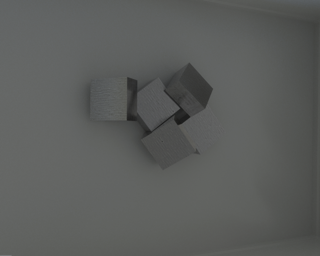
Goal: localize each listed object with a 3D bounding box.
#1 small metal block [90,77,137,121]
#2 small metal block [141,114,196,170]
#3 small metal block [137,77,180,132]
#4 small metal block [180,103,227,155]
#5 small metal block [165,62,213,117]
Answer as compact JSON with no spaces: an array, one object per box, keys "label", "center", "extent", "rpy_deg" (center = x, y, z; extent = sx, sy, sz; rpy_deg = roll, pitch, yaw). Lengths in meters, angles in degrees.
[{"label":"small metal block","center":[-0.056,-0.033,0.374],"extent":[0.050,0.025,0.050],"rpy_deg":[0,89,23]},{"label":"small metal block","center":[0.012,0.018,0.402],"extent":[0.050,0.025,0.050],"rpy_deg":[-32,102,14]},{"label":"small metal block","center":[-0.011,-0.030,0.406],"extent":[0.050,0.025,0.050],"rpy_deg":[-39,103,-16]},{"label":"small metal block","center":[0.056,0.001,0.431],"extent":[0.050,0.025,0.050],"rpy_deg":[-38,102,-16]},{"label":"small metal block","center":[0.040,-0.051,0.412],"extent":[0.050,0.025,0.050],"rpy_deg":[45,41,-15]}]
